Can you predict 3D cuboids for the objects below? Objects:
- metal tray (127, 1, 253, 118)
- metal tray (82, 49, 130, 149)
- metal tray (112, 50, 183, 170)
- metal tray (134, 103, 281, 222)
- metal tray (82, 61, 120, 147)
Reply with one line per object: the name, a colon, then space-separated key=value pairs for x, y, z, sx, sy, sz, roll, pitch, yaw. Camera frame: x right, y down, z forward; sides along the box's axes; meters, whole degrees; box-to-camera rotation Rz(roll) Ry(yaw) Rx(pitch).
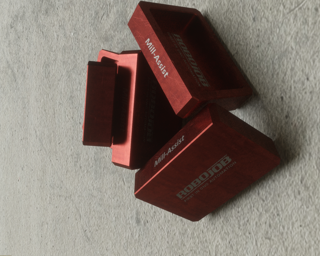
metal tray: x=0.032 y=-0.076 z=0.333 sx=0.030 sy=0.091 sz=0.130 roll=-49 pitch=60 yaw=45
metal tray: x=-0.063 y=-0.041 z=0.453 sx=0.090 sy=0.030 sz=0.129 roll=25 pitch=106 yaw=36
metal tray: x=-0.010 y=-0.021 z=0.371 sx=0.030 sy=0.091 sz=0.129 roll=8 pitch=96 yaw=39
metal tray: x=0.045 y=0.043 z=0.325 sx=0.129 sy=0.090 sz=0.030 roll=-46 pitch=28 yaw=30
metal tray: x=-0.070 y=-0.030 z=0.388 sx=0.130 sy=0.030 sz=0.089 roll=-140 pitch=54 yaw=-83
